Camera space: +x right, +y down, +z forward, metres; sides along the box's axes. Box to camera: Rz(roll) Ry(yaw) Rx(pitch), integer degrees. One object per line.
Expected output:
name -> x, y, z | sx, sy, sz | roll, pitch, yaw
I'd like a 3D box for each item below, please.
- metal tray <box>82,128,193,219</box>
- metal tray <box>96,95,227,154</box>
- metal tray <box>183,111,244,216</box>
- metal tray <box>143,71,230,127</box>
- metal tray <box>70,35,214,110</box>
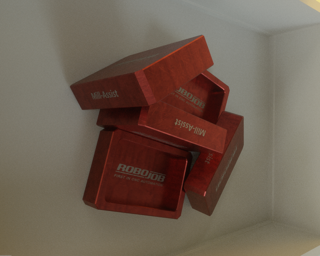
metal tray -> -0.021, 0.059, 0.384 | 0.131, 0.030, 0.090 | 20, 77, -38
metal tray -> 0.004, 0.000, 0.366 | 0.131, 0.090, 0.030 | 20, 78, -39
metal tray -> 0.083, 0.051, 0.447 | 0.130, 0.030, 0.090 | -58, 152, -24
metal tray -> 0.040, -0.043, 0.437 | 0.131, 0.030, 0.090 | 27, 73, -37
metal tray -> -0.023, -0.054, 0.317 | 0.091, 0.130, 0.030 | -37, 113, -34
